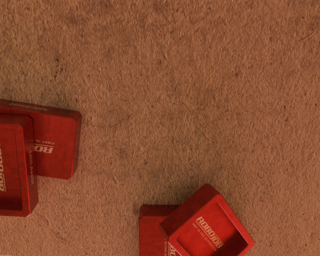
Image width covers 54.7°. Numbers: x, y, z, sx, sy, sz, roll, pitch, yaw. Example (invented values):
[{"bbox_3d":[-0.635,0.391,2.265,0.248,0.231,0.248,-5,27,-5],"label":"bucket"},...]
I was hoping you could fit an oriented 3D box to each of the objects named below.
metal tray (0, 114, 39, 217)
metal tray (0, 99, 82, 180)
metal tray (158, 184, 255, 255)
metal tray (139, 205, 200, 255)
[{"bbox_3d":[-0.207,0.047,0.389,0.091,0.030,0.129,3,110,-2],"label":"metal tray"},{"bbox_3d":[-0.176,0.014,0.411,0.131,0.030,0.089,9,110,-4],"label":"metal tray"},{"bbox_3d":[0.069,0.150,0.432,0.090,0.030,0.130,-40,120,-7],"label":"metal tray"},{"bbox_3d":[0.015,0.181,0.474,0.091,0.030,0.129,0,110,-1],"label":"metal tray"}]
